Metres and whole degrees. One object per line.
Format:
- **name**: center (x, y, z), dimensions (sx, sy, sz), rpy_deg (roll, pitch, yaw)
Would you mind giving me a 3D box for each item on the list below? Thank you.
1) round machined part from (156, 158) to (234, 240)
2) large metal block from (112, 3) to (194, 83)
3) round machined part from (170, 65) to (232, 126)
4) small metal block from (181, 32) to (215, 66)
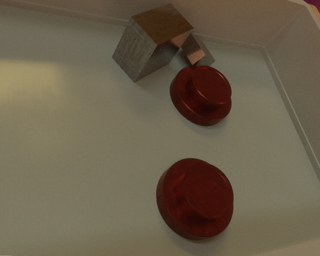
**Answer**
- **round machined part**: center (0.049, 0.081, 0.373), dimensions (0.099, 0.042, 0.098), rpy_deg (14, 56, -21)
- **large metal block**: center (-0.011, -0.120, 0.439), dimensions (0.050, 0.080, 0.081), rpy_deg (49, 51, 6)
- **round machined part**: center (0.068, -0.055, 0.467), dimensions (0.099, 0.042, 0.098), rpy_deg (14, 56, -21)
- **small metal block**: center (0.059, -0.125, 0.503), dimensions (0.050, 0.025, 0.050), rpy_deg (60, 24, 14)
